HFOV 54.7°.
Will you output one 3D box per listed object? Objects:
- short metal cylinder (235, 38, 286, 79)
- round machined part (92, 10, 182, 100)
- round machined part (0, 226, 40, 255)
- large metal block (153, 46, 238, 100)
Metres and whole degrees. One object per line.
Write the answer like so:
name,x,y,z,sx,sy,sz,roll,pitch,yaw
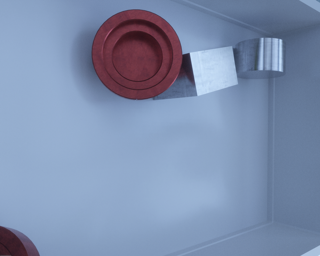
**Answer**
short metal cylinder,0.165,-0.112,0.512,0.081,0.080,0.050,2,89,-40
round machined part,-0.027,-0.080,0.356,0.099,0.042,0.097,0,93,-8
round machined part,-0.142,0.132,0.254,0.042,0.098,0.098,71,41,-63
large metal block,0.042,-0.072,0.408,0.081,0.080,0.050,-19,103,-39
